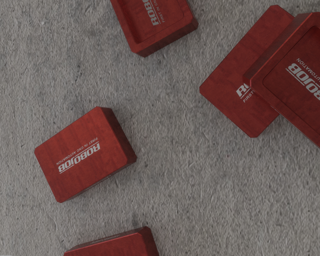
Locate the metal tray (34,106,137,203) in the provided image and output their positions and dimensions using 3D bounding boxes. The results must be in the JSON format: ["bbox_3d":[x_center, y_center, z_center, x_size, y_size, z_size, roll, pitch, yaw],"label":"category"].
[{"bbox_3d":[-0.109,0.039,0.445,0.130,0.030,0.090,-32,80,17],"label":"metal tray"}]

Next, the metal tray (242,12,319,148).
[{"bbox_3d":[0.163,-0.042,0.318,0.130,0.030,0.090,38,104,-12],"label":"metal tray"}]

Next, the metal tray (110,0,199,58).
[{"bbox_3d":[-0.016,-0.172,0.411,0.090,0.030,0.129,-25,82,18],"label":"metal tray"}]

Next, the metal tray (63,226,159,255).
[{"bbox_3d":[-0.063,0.198,0.428,0.130,0.030,0.090,-21,83,18],"label":"metal tray"}]

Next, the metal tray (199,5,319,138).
[{"bbox_3d":[0.122,-0.063,0.363,0.090,0.030,0.130,44,103,14],"label":"metal tray"}]
